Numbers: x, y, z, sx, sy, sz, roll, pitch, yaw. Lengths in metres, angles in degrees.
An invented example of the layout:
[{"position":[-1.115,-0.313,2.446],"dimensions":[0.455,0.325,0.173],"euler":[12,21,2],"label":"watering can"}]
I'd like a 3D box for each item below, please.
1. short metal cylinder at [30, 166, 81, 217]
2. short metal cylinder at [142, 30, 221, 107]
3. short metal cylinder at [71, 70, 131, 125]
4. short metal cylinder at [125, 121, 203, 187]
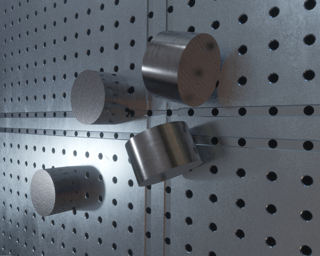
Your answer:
[{"position":[-0.184,0.110,0.545],"dimensions":[0.080,0.050,0.079],"euler":[0,90,40],"label":"short metal cylinder"},{"position":[0.026,-0.068,0.352],"dimensions":[0.050,0.081,0.079],"euler":[19,102,38],"label":"short metal cylinder"},{"position":[-0.090,-0.045,0.467],"dimensions":[0.080,0.050,0.079],"euler":[0,90,40],"label":"short metal cylinder"},{"position":[0.004,0.032,0.370],"dimensions":[0.080,0.081,0.050],"euler":[-33,70,35],"label":"short metal cylinder"}]
